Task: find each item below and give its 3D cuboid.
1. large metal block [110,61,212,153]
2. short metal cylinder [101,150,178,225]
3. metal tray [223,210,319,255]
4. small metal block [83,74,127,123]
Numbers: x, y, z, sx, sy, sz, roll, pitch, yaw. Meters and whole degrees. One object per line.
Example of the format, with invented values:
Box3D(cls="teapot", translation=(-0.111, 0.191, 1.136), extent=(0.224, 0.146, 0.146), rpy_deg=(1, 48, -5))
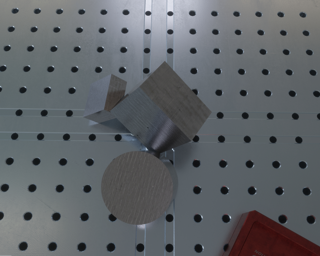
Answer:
Box3D(cls="large metal block", translation=(-0.001, -0.020, 0.370), extent=(0.080, 0.080, 0.050), rpy_deg=(46, 56, -11))
Box3D(cls="short metal cylinder", translation=(-0.021, 0.066, 0.362), extent=(0.080, 0.050, 0.080), rpy_deg=(-1, 87, 9))
Box3D(cls="metal tray", translation=(0.140, 0.165, 0.349), extent=(0.130, 0.030, 0.090), rpy_deg=(29, 72, 10))
Box3D(cls="small metal block", translation=(-0.073, -0.038, 0.410), extent=(0.025, 0.050, 0.050), rpy_deg=(24, 65, -38))
